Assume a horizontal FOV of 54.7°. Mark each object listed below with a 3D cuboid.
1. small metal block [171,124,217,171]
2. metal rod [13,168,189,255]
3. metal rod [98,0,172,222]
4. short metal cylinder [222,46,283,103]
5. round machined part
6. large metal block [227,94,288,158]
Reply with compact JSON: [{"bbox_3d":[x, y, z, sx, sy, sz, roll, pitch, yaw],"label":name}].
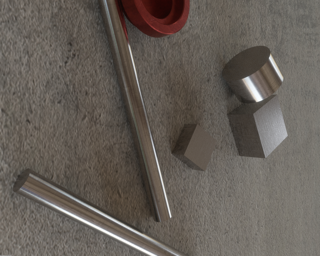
[{"bbox_3d":[0.051,0.028,0.450,0.050,0.025,0.050,39,66,-34],"label":"small metal block"},{"bbox_3d":[-0.036,0.131,0.376,0.301,0.025,0.025,41,65,-33],"label":"metal rod"},{"bbox_3d":[-0.030,-0.025,0.381,0.025,0.025,0.298,-22,104,-38],"label":"metal rod"},{"bbox_3d":[0.148,-0.085,0.496,0.050,0.080,0.080,49,61,-30],"label":"short metal cylinder"},{"bbox_3d":[-0.011,-0.161,0.383,0.099,0.042,0.097,1,89,-44],"label":"round machined part"},{"bbox_3d":[0.169,-0.004,0.534,0.081,0.050,0.080,-33,111,-35],"label":"large metal block"}]
